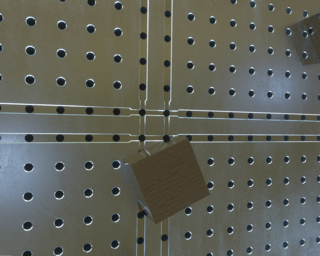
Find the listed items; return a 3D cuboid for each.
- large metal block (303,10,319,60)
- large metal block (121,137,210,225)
[{"bbox_3d":[0.298,-0.166,0.512,0.080,0.050,0.080,-32,101,-18],"label":"large metal block"},{"bbox_3d":[0.006,0.064,0.403,0.081,0.050,0.080,-24,98,-19],"label":"large metal block"}]
